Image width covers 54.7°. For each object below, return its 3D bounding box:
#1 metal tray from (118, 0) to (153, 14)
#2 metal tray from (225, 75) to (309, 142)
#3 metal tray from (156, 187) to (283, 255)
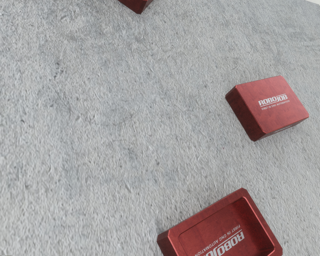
[{"bbox_3d":[-0.065,-0.260,0.523,0.130,0.030,0.090,33,51,-6],"label":"metal tray"},{"bbox_3d":[0.182,-0.037,0.520,0.131,0.030,0.090,-16,70,-34],"label":"metal tray"},{"bbox_3d":[0.072,0.135,0.356,0.131,0.030,0.090,-18,71,-35],"label":"metal tray"}]
